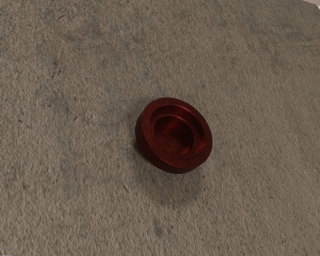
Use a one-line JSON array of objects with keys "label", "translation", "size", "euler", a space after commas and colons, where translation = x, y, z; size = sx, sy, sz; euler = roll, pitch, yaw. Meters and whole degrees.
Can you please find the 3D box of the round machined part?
[{"label": "round machined part", "translation": [0.014, 0.013, 0.394], "size": [0.099, 0.042, 0.098], "euler": [14, 56, -21]}]
